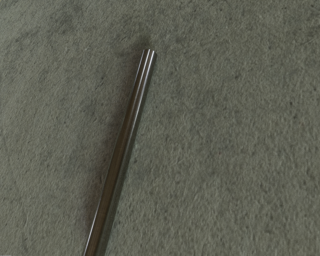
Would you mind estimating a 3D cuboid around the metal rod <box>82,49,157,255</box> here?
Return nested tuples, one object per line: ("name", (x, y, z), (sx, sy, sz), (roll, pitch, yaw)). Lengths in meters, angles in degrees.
("metal rod", (-0.047, 0.018, 0.415), (0.025, 0.025, 0.300), (-1, 61, 27))
